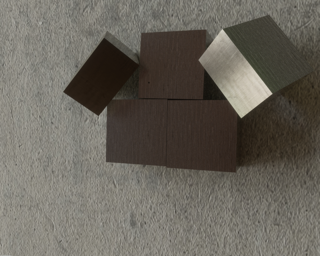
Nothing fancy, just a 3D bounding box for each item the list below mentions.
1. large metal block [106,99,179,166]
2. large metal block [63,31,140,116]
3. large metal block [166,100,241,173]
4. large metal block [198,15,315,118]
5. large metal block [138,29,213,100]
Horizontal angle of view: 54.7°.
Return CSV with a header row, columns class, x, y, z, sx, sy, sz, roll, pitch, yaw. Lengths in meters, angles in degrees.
class,x,y,z,sx,sy,sz,roll,pitch,yaw
large metal block,-0.022,0.004,0.403,0.080,0.050,0.079,2,91,19
large metal block,-0.073,-0.073,0.398,0.050,0.080,0.080,36,104,-19
large metal block,0.055,0.008,0.375,0.080,0.050,0.079,2,91,19
large metal block,0.104,-0.069,0.338,0.080,0.081,0.050,56,147,11
large metal block,0.021,-0.075,0.389,0.080,0.050,0.079,3,91,19
